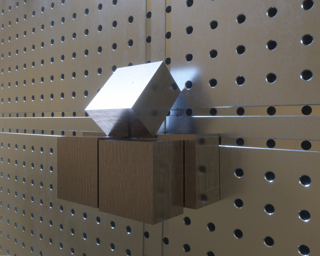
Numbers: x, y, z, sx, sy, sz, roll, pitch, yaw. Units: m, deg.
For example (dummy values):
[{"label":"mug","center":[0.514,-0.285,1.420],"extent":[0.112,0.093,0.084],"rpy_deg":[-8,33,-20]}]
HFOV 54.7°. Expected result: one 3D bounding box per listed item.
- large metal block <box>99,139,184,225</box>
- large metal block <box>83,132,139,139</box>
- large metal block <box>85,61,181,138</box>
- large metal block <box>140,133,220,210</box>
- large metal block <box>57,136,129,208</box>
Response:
[{"label":"large metal block","center":[-0.022,0.053,0.341],"extent":[0.080,0.050,0.079],"rpy_deg":[0,90,39]},{"label":"large metal block","center":[-0.067,0.046,0.446],"extent":[0.080,0.050,0.079],"rpy_deg":[2,91,39]},{"label":"large metal block","center":[-0.033,-0.035,0.391],"extent":[0.080,0.050,0.080],"rpy_deg":[1,48,39]},{"label":"large metal block","center":[0.023,0.047,0.372],"extent":[0.080,0.050,0.079],"rpy_deg":[-1,89,39]},{"label":"large metal block","center":[-0.085,0.050,0.392],"extent":[0.080,0.050,0.079],"rpy_deg":[0,90,39]}]
